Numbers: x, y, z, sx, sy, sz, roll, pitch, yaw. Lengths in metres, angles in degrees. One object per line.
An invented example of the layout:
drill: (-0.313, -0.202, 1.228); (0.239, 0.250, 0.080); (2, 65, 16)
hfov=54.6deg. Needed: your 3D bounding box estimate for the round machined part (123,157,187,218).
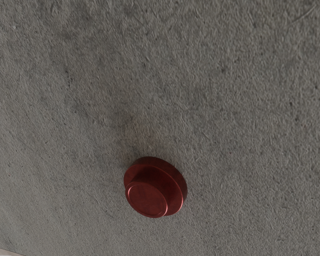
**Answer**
round machined part: (-0.012, 0.094, 0.461); (0.098, 0.042, 0.097); (13, 124, 21)
